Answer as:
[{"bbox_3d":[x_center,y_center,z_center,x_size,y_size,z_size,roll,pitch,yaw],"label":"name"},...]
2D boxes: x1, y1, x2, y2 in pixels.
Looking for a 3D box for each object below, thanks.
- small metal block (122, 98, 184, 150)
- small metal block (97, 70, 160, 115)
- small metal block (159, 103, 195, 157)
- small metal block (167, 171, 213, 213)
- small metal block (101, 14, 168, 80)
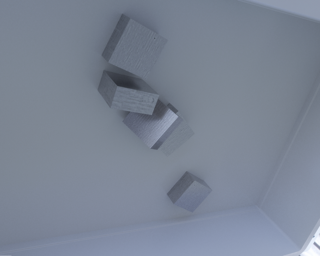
[{"bbox_3d":[-0.009,-0.009,0.380,0.050,0.050,0.025,-49,161,6],"label":"small metal block"},{"bbox_3d":[-0.037,-0.040,0.349,0.050,0.050,0.025,8,114,-32],"label":"small metal block"},{"bbox_3d":[0.011,0.003,0.419,0.050,0.025,0.050,-40,130,-1],"label":"small metal block"},{"bbox_3d":[0.048,0.104,0.502,0.050,0.025,0.050,34,99,-39],"label":"small metal block"},{"bbox_3d":[-0.028,-0.088,0.340,0.050,0.025,0.050,19,108,-36],"label":"small metal block"}]
